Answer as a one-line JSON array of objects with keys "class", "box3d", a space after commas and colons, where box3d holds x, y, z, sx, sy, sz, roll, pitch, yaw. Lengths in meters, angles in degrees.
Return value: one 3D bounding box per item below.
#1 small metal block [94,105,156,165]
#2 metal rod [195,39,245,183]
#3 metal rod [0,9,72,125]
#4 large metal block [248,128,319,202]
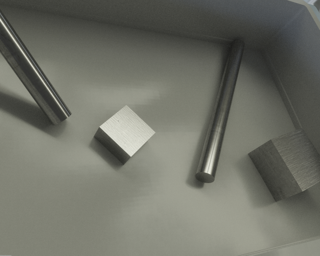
[{"class": "small metal block", "box3d": [-0.043, 0.008, 0.379, 0.050, 0.025, 0.050, 44, 51, 1]}, {"class": "metal rod", "box3d": [0.102, -0.046, 0.491, 0.025, 0.025, 0.300, 30, 52, -10]}, {"class": "metal rod", "box3d": [-0.182, -0.131, 0.302, 0.025, 0.025, 0.299, -48, 117, -39]}, {"class": "large metal block", "box3d": [0.194, 0.054, 0.464, 0.081, 0.050, 0.080, -14, 69, -34]}]
